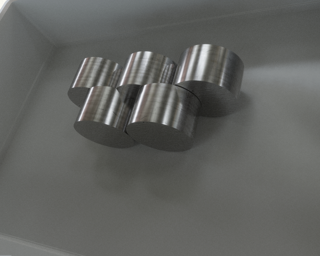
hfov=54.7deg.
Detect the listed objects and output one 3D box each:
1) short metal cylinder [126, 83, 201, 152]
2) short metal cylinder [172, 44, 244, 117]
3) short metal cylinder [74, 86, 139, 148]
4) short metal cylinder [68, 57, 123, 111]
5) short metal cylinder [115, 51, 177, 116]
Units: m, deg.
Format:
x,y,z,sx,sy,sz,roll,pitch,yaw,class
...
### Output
x,y,z,sx,sy,sz,roll,pitch,yaw,class
0.005,-0.010,0.372,0.080,0.080,0.050,1,62,28,short metal cylinder
0.056,-0.054,0.372,0.080,0.080,0.050,2,63,29,short metal cylinder
-0.066,-0.012,0.411,0.080,0.080,0.050,1,62,28,short metal cylinder
-0.085,-0.057,0.449,0.080,0.080,0.050,1,62,28,short metal cylinder
-0.014,-0.055,0.410,0.080,0.080,0.050,1,62,28,short metal cylinder
